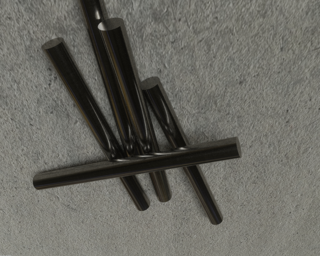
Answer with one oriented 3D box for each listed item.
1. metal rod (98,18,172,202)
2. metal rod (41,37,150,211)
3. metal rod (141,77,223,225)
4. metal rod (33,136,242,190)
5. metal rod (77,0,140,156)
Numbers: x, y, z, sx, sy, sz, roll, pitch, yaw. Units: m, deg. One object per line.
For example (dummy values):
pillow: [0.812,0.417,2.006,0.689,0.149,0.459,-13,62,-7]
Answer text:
metal rod: [-0.020,0.005,0.396,0.025,0.025,0.299,-8,135,7]
metal rod: [-0.071,0.019,0.422,0.025,0.025,0.299,-13,129,11]
metal rod: [0.043,0.053,0.452,0.025,0.025,0.299,-17,128,14]
metal rod: [-0.046,0.052,0.411,0.300,0.025,0.025,-12,130,22]
metal rod: [-0.056,-0.069,0.347,0.025,0.025,0.298,-7,130,5]
